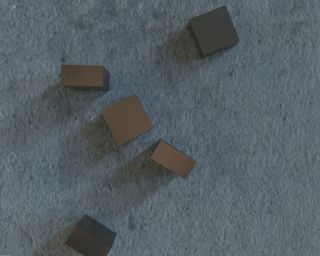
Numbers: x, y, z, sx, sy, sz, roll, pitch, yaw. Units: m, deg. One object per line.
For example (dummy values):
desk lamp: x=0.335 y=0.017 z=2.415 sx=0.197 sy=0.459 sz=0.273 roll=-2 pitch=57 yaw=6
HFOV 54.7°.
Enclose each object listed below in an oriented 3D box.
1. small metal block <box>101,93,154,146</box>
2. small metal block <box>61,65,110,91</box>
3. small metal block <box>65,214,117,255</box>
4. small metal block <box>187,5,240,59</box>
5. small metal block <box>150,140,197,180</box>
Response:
small metal block: x=-0.042 y=-0.011 z=0.409 sx=0.050 sy=0.025 sz=0.050 roll=-28 pitch=90 yaw=-1
small metal block: x=-0.094 y=-0.063 z=0.396 sx=0.050 sy=0.050 sz=0.025 roll=1 pitch=90 yaw=-1
small metal block: x=-0.087 y=0.141 z=0.396 sx=0.050 sy=0.050 sz=0.025 roll=33 pitch=90 yaw=-1
small metal block: x=0.070 y=-0.126 z=0.411 sx=0.050 sy=0.025 sz=0.050 roll=-22 pitch=90 yaw=-1
small metal block: x=0.016 y=0.038 z=0.398 sx=0.050 sy=0.050 sz=0.025 roll=32 pitch=90 yaw=-1
